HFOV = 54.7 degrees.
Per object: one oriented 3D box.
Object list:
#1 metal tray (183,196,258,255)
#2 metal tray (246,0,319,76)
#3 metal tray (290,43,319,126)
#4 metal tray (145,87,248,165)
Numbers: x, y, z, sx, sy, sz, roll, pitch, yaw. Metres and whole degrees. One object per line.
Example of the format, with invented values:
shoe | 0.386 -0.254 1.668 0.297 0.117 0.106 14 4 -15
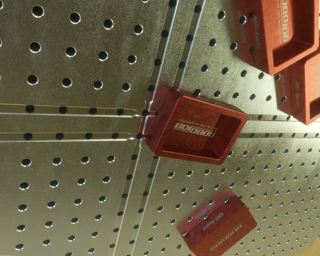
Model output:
metal tray | 0.119 0.200 0.600 0.130 0.030 0.090 -38 130 -3
metal tray | 0.164 -0.146 0.409 0.090 0.030 0.129 -30 129 -9
metal tray | 0.260 -0.077 0.505 0.090 0.030 0.129 -30 129 -9
metal tray | 0.054 0.002 0.440 0.131 0.030 0.089 12 112 -34
